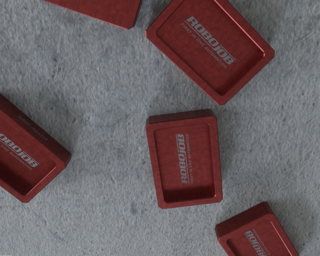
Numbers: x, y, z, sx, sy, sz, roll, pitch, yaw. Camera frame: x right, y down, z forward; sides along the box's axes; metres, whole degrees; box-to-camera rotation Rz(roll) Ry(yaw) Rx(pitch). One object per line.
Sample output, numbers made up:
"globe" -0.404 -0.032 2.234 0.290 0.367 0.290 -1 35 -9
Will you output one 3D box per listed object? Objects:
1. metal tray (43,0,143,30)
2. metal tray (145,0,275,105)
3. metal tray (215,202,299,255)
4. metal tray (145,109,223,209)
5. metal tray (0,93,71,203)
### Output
"metal tray" -0.079 -0.174 0.342 0.131 0.030 0.089 17 109 -7
"metal tray" 0.059 -0.102 0.370 0.130 0.030 0.090 41 105 -14
"metal tray" 0.155 0.186 0.478 0.090 0.030 0.130 -31 108 10
"metal tray" 0.034 0.044 0.423 0.091 0.030 0.129 -7 110 2
"metal tray" -0.199 0.029 0.414 0.090 0.030 0.130 -42 105 13
